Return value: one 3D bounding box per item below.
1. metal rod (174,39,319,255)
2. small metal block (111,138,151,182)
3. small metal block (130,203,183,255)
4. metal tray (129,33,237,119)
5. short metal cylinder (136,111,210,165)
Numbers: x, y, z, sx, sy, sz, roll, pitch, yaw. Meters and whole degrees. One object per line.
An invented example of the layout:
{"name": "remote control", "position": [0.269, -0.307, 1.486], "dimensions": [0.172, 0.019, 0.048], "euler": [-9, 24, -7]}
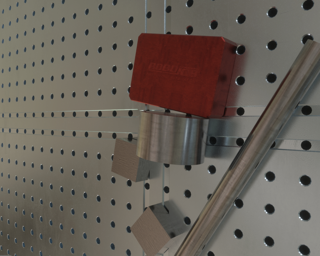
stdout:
{"name": "metal rod", "position": [0.086, 0.049, 0.337], "dimensions": [0.025, 0.025, 0.298], "euler": [40, 114, 32]}
{"name": "small metal block", "position": [-0.040, 0.044, 0.440], "dimensions": [0.050, 0.025, 0.050], "euler": [16, 100, 38]}
{"name": "small metal block", "position": [-0.006, 0.137, 0.412], "dimensions": [0.050, 0.025, 0.050], "euler": [51, 119, 27]}
{"name": "metal tray", "position": [0.023, -0.068, 0.386], "dimensions": [0.130, 0.030, 0.089], "euler": [16, 100, 38]}
{"name": "short metal cylinder", "position": [0.015, 0.009, 0.360], "dimensions": [0.080, 0.081, 0.050], "euler": [11, 97, 39]}
